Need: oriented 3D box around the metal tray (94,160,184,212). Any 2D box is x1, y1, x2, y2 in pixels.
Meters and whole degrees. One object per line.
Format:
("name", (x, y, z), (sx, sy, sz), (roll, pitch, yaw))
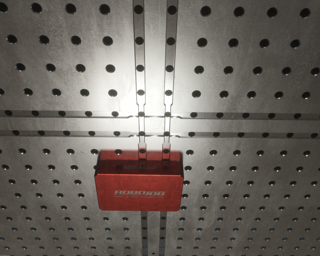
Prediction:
("metal tray", (-0.032, 0.092, 0.487), (0.131, 0.030, 0.089), (1, 130, -2))
